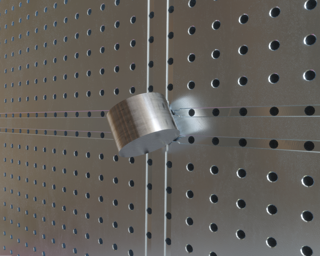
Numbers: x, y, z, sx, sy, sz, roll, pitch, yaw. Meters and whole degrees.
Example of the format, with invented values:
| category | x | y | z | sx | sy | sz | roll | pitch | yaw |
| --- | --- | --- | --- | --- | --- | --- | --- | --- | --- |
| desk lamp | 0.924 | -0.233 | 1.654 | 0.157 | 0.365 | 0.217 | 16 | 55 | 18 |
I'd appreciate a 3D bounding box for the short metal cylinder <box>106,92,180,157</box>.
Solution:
| category | x | y | z | sx | sy | sz | roll | pitch | yaw |
| --- | --- | --- | --- | --- | --- | --- | --- | --- | --- |
| short metal cylinder | -0.021 | -0.002 | 0.391 | 0.080 | 0.081 | 0.050 | -35 | 68 | 35 |
